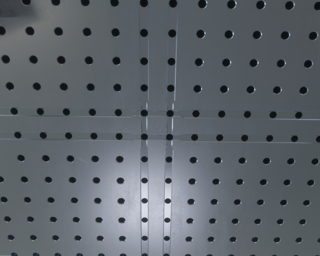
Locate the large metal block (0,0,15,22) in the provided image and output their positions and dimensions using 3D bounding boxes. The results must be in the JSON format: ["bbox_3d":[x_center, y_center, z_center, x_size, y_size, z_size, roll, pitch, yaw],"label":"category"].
[{"bbox_3d":[-0.222,-0.130,0.334,0.080,0.080,0.050,-18,109,6],"label":"large metal block"}]
